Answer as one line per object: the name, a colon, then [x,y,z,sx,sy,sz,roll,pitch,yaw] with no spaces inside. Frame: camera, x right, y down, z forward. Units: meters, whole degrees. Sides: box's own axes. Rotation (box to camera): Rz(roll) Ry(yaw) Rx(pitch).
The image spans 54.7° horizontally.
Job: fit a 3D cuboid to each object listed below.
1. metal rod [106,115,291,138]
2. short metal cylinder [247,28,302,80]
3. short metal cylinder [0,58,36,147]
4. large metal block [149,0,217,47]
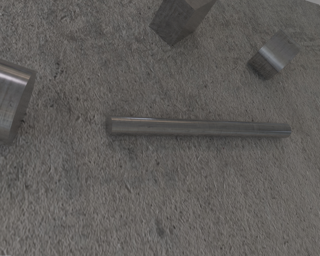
metal rod: [0.073,0.001,0.442,0.303,0.025,0.025,2,61,-28]
short metal cylinder: [0.205,-0.132,0.560,0.050,0.080,0.080,44,51,2]
short metal cylinder: [-0.159,-0.027,0.299,0.050,0.080,0.080,19,55,-18]
large metal block: [0.039,-0.191,0.506,0.050,0.080,0.080,45,51,3]
